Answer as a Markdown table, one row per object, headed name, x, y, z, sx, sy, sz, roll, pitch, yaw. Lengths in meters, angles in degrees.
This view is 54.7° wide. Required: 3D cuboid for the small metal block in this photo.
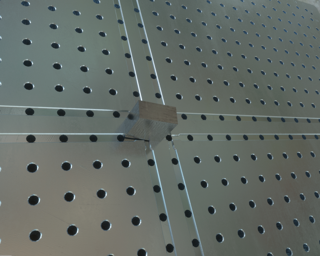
| name | x | y | z | sx | sy | sz | roll | pitch | yaw |
| --- | --- | --- | --- | --- | --- | --- | --- | --- | --- |
| small metal block | -0.012 | -0.007 | 0.391 | 0.050 | 0.050 | 0.025 | 9 | 58 | -24 |
